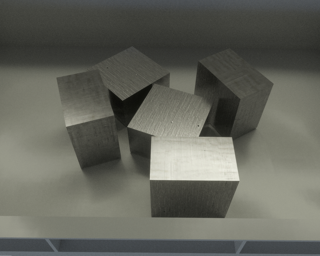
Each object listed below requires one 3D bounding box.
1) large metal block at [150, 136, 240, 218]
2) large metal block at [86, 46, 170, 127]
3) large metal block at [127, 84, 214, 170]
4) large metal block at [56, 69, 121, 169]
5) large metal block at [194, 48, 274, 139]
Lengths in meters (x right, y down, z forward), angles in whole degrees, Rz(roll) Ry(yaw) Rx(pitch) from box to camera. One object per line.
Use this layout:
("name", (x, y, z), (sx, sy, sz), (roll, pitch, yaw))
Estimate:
("large metal block", (0.031, 0.053, 0.324), (0.081, 0.080, 0.050), (1, 50, 0))
("large metal block", (-0.043, -0.061, 0.437), (0.080, 0.050, 0.080), (-35, 59, -26))
("large metal block", (0.015, -0.002, 0.389), (0.080, 0.050, 0.080), (18, 52, 14))
("large metal block", (-0.085, -0.011, 0.376), (0.050, 0.080, 0.080), (-15, 52, -12))
("large metal block", (0.090, -0.043, 0.404), (0.050, 0.080, 0.080), (-25, 55, -20))
